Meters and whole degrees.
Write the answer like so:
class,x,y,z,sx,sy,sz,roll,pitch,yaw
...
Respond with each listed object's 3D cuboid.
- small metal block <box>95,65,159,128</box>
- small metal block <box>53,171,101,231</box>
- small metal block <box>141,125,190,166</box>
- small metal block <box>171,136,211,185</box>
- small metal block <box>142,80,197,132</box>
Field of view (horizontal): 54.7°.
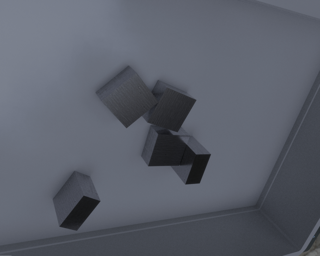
class,x,y,z,sx,sy,sz,roll,pitch,yaw
small metal block,-0.038,-0.036,0.367,0.050,0.025,0.050,-40,130,-2
small metal block,-0.107,0.091,0.392,0.025,0.050,0.050,32,100,-39
small metal block,0.007,0.025,0.430,0.050,0.025,0.050,3,117,-30
small metal block,0.042,0.045,0.445,0.025,0.050,0.050,2,118,-30
small metal block,0.010,-0.027,0.399,0.050,0.025,0.050,18,109,-36
